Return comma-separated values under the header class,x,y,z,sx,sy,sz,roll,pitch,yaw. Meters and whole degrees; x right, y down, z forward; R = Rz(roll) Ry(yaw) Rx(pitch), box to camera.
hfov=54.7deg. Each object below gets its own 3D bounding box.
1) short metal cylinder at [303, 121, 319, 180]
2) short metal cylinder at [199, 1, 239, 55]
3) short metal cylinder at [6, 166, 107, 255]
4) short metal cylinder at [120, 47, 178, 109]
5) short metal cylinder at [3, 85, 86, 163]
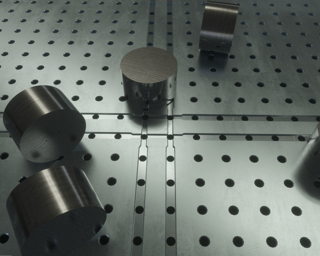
class,x,y,z,sx,sy,sz,roll,pitch,yaw
short metal cylinder,0.222,0.026,0.371,0.081,0.050,0.080,0,50,0
short metal cylinder,0.097,-0.165,0.511,0.050,0.080,0.080,11,51,9
short metal cylinder,-0.100,0.083,0.302,0.081,0.080,0.050,-25,55,-20
short metal cylinder,-0.015,-0.074,0.453,0.081,0.050,0.080,0,50,0
short metal cylinder,-0.138,-0.005,0.375,0.081,0.080,0.050,-31,57,-23
